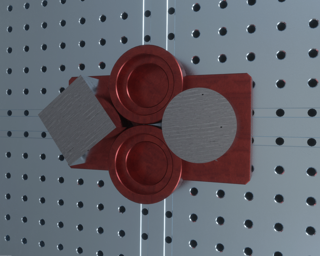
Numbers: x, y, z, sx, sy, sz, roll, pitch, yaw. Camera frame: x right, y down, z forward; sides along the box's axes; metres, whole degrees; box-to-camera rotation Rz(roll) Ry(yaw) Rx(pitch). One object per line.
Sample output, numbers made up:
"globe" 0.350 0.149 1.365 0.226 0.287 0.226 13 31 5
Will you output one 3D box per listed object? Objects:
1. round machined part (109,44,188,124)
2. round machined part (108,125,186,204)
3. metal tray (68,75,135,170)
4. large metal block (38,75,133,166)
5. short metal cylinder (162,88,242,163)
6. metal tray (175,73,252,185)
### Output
"round machined part" -0.012 -0.054 0.398 0.098 0.042 0.097 0 90 20
"round machined part" -0.014 0.045 0.398 0.098 0.042 0.097 0 90 20
"metal tray" -0.083 -0.007 0.439 0.090 0.030 0.129 1 90 18
"large metal block" -0.095 -0.009 0.400 0.080 0.050 0.080 -38 78 16
"short metal cylinder" 0.048 -0.003 0.349 0.080 0.050 0.079 0 90 20
"metal tray" 0.067 0.000 0.384 0.090 0.030 0.129 1 90 19
